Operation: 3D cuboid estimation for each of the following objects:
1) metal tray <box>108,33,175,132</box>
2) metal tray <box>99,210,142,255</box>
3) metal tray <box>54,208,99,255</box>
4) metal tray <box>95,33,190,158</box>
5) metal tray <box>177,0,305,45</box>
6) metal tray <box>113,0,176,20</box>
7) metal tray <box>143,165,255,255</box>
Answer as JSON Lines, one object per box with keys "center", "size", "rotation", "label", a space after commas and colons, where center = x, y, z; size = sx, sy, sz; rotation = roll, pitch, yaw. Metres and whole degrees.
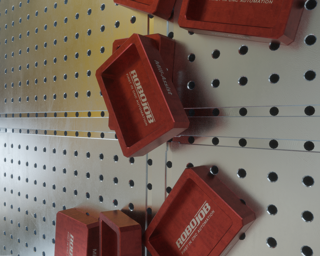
{"center": [-0.028, -0.058, 0.430], "size": [0.090, 0.030, 0.129], "rotation": [6, 94, 40], "label": "metal tray"}
{"center": [-0.057, 0.190, 0.433], "size": [0.090, 0.030, 0.129], "rotation": [0, 90, 63], "label": "metal tray"}
{"center": [-0.140, 0.212, 0.524], "size": [0.090, 0.030, 0.129], "rotation": [7, 94, 40], "label": "metal tray"}
{"center": [-0.027, -0.039, 0.389], "size": [0.090, 0.030, 0.130], "rotation": [-34, 69, 35], "label": "metal tray"}
{"center": [0.087, -0.145, 0.334], "size": [0.130, 0.030, 0.089], "rotation": [22, 104, 38], "label": "metal tray"}
{"center": [-0.008, -0.221, 0.413], "size": [0.090, 0.030, 0.129], "rotation": [31, 109, 35], "label": "metal tray"}
{"center": [0.040, 0.122, 0.374], "size": [0.090, 0.030, 0.129], "rotation": [44, 116, 31], "label": "metal tray"}
